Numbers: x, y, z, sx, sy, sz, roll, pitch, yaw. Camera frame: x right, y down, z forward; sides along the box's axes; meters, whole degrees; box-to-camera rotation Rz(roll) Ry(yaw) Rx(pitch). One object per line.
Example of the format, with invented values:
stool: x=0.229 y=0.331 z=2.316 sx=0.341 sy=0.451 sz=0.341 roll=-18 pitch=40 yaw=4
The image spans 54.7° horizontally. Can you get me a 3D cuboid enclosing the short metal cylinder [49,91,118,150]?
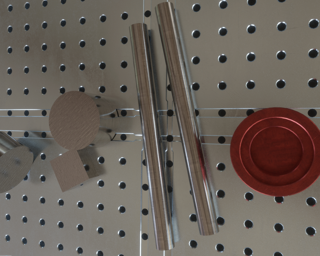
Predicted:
short metal cylinder: x=-0.107 y=-0.010 z=0.437 sx=0.080 sy=0.050 sz=0.080 roll=0 pitch=90 yaw=20

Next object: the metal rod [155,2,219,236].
metal rod: x=0.034 y=-0.015 z=0.400 sx=0.025 sy=0.025 sz=0.298 roll=-12 pitch=86 yaw=19

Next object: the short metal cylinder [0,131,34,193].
short metal cylinder: x=-0.242 y=0.051 z=0.469 sx=0.050 sy=0.080 sz=0.080 roll=28 pitch=99 yaw=18

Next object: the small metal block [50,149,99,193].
small metal block: x=-0.127 y=0.060 z=0.457 sx=0.050 sy=0.025 sz=0.050 roll=-28 pitch=81 yaw=18

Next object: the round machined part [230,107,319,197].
round machined part: x=0.133 y=0.026 z=0.356 sx=0.098 sy=0.042 sz=0.097 roll=0 pitch=90 yaw=20

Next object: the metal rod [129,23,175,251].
metal rod: x=-0.011 y=0.010 z=0.416 sx=0.025 sy=0.025 sz=0.298 roll=-8 pitch=87 yaw=20
